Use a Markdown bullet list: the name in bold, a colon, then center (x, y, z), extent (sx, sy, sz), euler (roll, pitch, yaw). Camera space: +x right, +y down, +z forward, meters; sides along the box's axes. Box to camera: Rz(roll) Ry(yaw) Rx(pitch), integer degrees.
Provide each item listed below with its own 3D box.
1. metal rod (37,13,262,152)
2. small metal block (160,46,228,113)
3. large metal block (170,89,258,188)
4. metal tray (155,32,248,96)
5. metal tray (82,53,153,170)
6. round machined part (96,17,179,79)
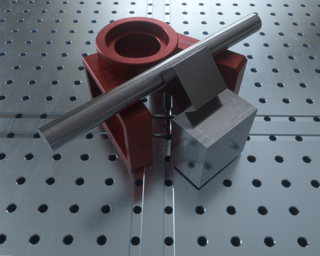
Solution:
- **metal rod**: center (0.010, -0.064, 0.344), extent (0.302, 0.025, 0.025), euler (-33, 58, -25)
- **small metal block**: center (0.037, -0.051, 0.328), extent (0.050, 0.050, 0.025), euler (-35, 14, -26)
- **large metal block**: center (0.059, 0.010, 0.360), extent (0.080, 0.080, 0.050), euler (-34, 58, -25)
- **metal tray**: center (0.046, -0.076, 0.429), extent (0.130, 0.089, 0.030), euler (25, 55, 19)
- **metal tray**: center (-0.053, -0.023, 0.384), extent (0.030, 0.089, 0.130), euler (-23, 54, -18)
- **round machined part**: center (-0.027, -0.094, 0.385), extent (0.099, 0.042, 0.098), euler (0, 50, 0)
